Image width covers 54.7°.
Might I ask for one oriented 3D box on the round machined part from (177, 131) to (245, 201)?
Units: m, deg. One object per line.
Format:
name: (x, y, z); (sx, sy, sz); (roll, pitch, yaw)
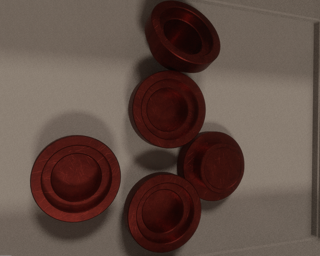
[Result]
round machined part: (0.077, 0.053, 0.432); (0.099, 0.042, 0.097); (0, 90, -21)

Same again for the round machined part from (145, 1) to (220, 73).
round machined part: (0.025, -0.111, 0.398); (0.099, 0.042, 0.098); (13, 59, -23)

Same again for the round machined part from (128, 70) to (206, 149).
round machined part: (0.006, -0.023, 0.404); (0.099, 0.042, 0.097); (0, 91, -20)

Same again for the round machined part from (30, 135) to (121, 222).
round machined part: (-0.099, 0.057, 0.366); (0.099, 0.042, 0.097); (0, 90, -21)

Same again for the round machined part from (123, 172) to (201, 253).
round machined part: (0.000, 0.105, 0.403); (0.099, 0.042, 0.097); (0, 90, -21)
